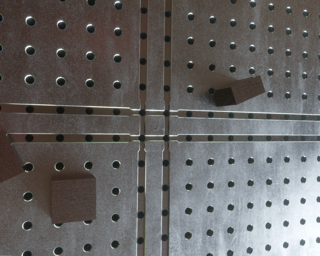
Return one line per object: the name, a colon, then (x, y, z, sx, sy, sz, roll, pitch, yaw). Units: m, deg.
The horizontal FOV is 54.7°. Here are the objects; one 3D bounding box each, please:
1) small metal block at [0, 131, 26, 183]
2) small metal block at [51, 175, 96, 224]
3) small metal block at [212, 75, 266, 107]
small metal block: (-0.186, 0.036, 0.344, 0.050, 0.025, 0.050, -26, 99, -19)
small metal block: (-0.105, 0.085, 0.375, 0.050, 0.025, 0.050, 0, 90, -21)
small metal block: (0.111, -0.052, 0.442, 0.050, 0.050, 0.025, -23, 98, -19)
